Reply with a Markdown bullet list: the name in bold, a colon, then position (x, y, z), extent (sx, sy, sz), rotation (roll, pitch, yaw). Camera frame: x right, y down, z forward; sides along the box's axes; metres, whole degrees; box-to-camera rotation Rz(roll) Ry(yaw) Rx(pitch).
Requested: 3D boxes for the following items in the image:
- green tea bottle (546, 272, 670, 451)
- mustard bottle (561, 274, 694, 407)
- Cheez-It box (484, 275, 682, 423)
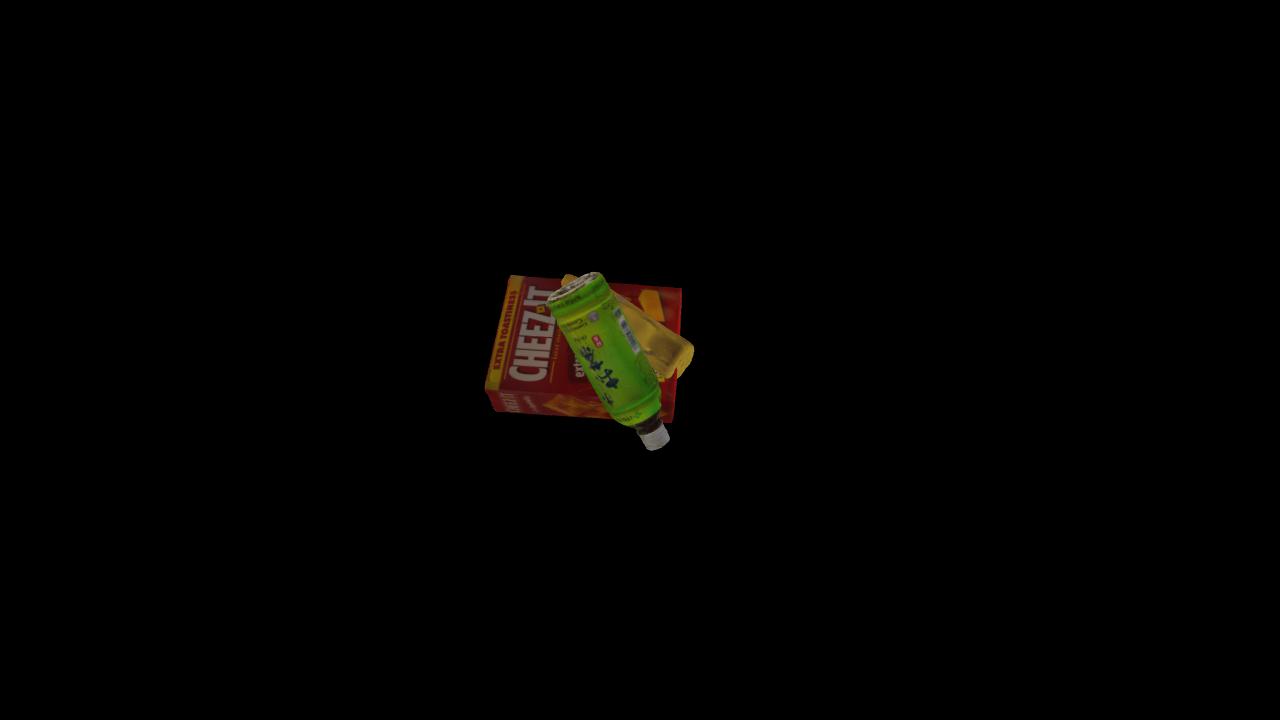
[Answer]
- **green tea bottle**: position (-0.025, 0.008, 0.689), extent (0.073, 0.212, 0.073), rotation (-27, 15, 8)
- **mustard bottle**: position (-0.022, -0.047, 0.738), extent (0.184, 0.054, 0.092), rotation (37, 3, 13)
- **Cheez-It box**: position (-0.063, -0.015, 0.759), extent (0.223, 0.166, 0.071), rotation (4, -30, 3)
